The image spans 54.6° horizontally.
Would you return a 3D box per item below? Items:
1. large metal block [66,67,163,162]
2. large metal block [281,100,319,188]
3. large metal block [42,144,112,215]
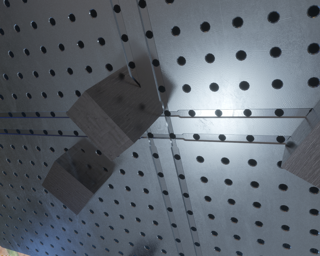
[{"bbox_3d":[-0.055,-0.019,0.393,0.080,0.080,0.050,48,129,-5],"label":"large metal block"},{"bbox_3d":[0.183,0.019,0.311,0.080,0.050,0.079,30,128,9],"label":"large metal block"},{"bbox_3d":[-0.142,0.089,0.526,0.080,0.050,0.080,40,129,0],"label":"large metal block"}]
